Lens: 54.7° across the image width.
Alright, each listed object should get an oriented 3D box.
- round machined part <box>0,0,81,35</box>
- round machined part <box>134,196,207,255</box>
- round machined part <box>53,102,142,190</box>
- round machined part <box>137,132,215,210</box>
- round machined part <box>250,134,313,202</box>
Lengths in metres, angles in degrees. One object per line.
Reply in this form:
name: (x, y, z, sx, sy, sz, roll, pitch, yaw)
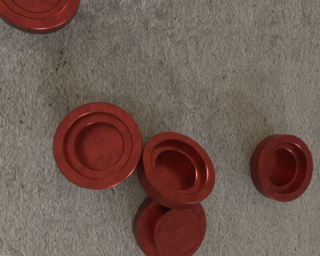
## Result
round machined part: (-0.141, -0.154, 0.348, 0.099, 0.042, 0.097, 0, 90, -20)
round machined part: (0.018, 0.132, 0.407, 0.099, 0.042, 0.097, 0, 90, -20)
round machined part: (-0.070, 0.022, 0.363, 0.099, 0.042, 0.097, 0, 81, -1)
round machined part: (0.016, 0.057, 0.390, 0.099, 0.042, 0.098, 15, 50, -18)
round machined part: (0.175, 0.058, 0.465, 0.099, 0.042, 0.097, 0, 90, -20)
